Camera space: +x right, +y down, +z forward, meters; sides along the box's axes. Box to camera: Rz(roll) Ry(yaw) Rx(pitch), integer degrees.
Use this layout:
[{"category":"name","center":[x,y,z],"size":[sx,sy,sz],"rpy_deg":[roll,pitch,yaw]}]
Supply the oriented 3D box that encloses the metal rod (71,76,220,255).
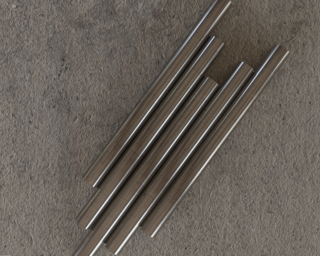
[{"category":"metal rod","center":[-0.020,0.059,0.411],"size":[0.025,0.025,0.299],"rpy_deg":[36,90,-1]}]

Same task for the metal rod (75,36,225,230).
[{"category":"metal rod","center":[-0.013,0.006,0.411],"size":[0.025,0.025,0.299],"rpy_deg":[36,90,-1]}]

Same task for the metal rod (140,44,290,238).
[{"category":"metal rod","center":[0.073,0.017,0.412],"size":[0.025,0.025,0.299],"rpy_deg":[36,90,-1]}]

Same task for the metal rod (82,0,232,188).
[{"category":"metal rod","center":[-0.004,-0.049,0.411],"size":[0.025,0.025,0.299],"rpy_deg":[36,90,-1]}]

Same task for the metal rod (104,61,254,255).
[{"category":"metal rod","center":[0.026,0.039,0.411],"size":[0.025,0.025,0.299],"rpy_deg":[36,90,-1]}]
